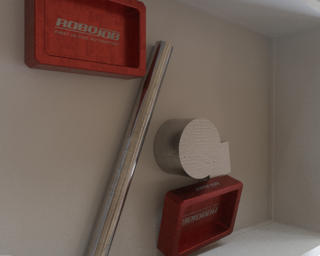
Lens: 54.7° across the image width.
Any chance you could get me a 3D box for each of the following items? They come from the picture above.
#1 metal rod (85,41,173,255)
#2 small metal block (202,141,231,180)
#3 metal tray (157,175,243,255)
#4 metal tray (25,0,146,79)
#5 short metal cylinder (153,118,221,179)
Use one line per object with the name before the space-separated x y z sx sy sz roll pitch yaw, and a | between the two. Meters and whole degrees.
metal rod | -0.037 0.030 0.377 0.025 0.025 0.299 28 73 -37
small metal block | 0.082 0.048 0.478 0.050 0.025 0.050 -10 97 -40
metal tray | 0.060 0.123 0.440 0.131 0.030 0.089 -6 110 -40
metal tray | -0.076 -0.105 0.340 0.131 0.030 0.089 0 90 -40
short metal cylinder | 0.038 0.026 0.424 0.081 0.050 0.079 0 90 -40
